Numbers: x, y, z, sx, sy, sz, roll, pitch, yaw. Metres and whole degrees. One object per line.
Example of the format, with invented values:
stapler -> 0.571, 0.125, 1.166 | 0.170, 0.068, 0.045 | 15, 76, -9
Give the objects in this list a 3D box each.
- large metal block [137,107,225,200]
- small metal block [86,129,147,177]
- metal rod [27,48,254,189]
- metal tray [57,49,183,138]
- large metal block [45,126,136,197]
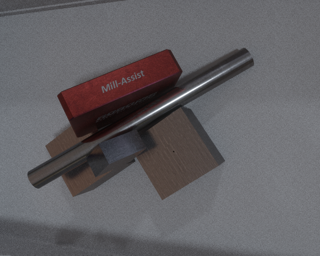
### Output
large metal block -> 0.022, 0.031, 0.387 | 0.080, 0.050, 0.080 | -35, 79, 16
small metal block -> -0.052, 0.030, 0.361 | 0.025, 0.050, 0.050 | 61, 144, 10
metal rod -> -0.024, -0.011, 0.377 | 0.301, 0.025, 0.025 | -30, 80, 2
metal tray -> -0.045, -0.037, 0.361 | 0.131, 0.090, 0.030 | -25, 82, -15
large metal block -> -0.095, 0.035, 0.426 | 0.080, 0.050, 0.080 | -35, 79, 16
